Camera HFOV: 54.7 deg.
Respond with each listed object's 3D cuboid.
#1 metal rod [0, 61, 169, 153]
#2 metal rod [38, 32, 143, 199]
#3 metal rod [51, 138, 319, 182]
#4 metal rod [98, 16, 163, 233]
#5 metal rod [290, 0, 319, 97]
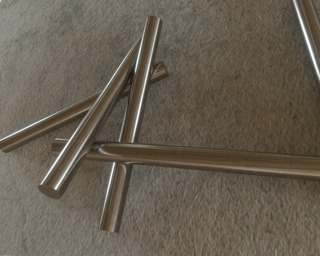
[{"bbox_3d":[-0.126,-0.028,0.485,0.301,0.025,0.025,-24,53,13],"label":"metal rod"},{"bbox_3d":[-0.066,-0.041,0.405,0.025,0.025,0.301,-3,43,26],"label":"metal rod"},{"bbox_3d":[0.014,0.032,0.345,0.301,0.025,0.025,3,63,18],"label":"metal rod"},{"bbox_3d":[-0.034,-0.019,0.410,0.025,0.025,0.299,0,68,28],"label":"metal rod"},{"bbox_3d":[0.184,-0.055,0.340,0.025,0.025,0.299,-12,56,21],"label":"metal rod"}]
